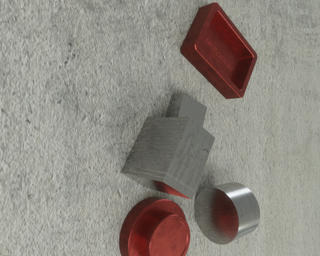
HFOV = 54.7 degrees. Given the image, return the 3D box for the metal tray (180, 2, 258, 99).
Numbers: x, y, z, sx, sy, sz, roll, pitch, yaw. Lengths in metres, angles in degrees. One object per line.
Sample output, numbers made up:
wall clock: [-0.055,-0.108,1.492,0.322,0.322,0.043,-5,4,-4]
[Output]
metal tray: [0.097,-0.116,0.484,0.130,0.030,0.090,37,67,-34]

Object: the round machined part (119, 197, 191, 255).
round machined part: [0.001,0.141,0.397,0.099,0.042,0.097,0,90,-40]

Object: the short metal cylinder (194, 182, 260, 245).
short metal cylinder: [0.097,0.123,0.453,0.050,0.080,0.079,-3,92,-40]

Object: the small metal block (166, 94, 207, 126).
small metal block: [0.036,-0.015,0.437,0.050,0.025,0.050,24,75,-38]

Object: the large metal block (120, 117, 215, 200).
large metal block: [0.009,0.034,0.379,0.050,0.080,0.080,38,67,-34]
